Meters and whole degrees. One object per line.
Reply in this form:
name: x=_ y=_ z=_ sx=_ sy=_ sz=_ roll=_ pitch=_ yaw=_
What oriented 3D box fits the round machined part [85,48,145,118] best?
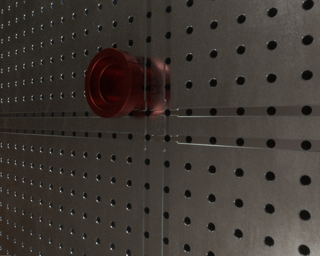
round machined part: x=-0.061 y=-0.063 z=0.446 sx=0.098 sy=0.042 sz=0.097 roll=0 pitch=90 yaw=39
